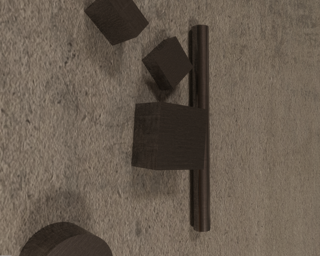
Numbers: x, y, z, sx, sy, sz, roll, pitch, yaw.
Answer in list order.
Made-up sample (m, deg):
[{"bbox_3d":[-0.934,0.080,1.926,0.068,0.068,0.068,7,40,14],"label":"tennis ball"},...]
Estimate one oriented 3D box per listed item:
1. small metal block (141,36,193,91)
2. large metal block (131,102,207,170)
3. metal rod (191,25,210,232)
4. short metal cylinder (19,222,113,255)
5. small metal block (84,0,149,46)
[{"bbox_3d":[0.011,-0.086,0.416,0.050,0.025,0.050,-50,120,-29],"label":"small metal block"},{"bbox_3d":[0.013,0.012,0.402,0.081,0.050,0.080,6,87,-40],"label":"large metal block"},{"bbox_3d":[0.061,0.001,0.457,0.025,0.025,0.298,-1,91,-40],"label":"metal rod"},{"bbox_3d":[-0.094,0.141,0.311,0.081,0.050,0.079,0,90,-40],"label":"short metal cylinder"},{"bbox_3d":[-0.049,-0.125,0.349,0.050,0.050,0.025,49,61,-29],"label":"small metal block"}]
